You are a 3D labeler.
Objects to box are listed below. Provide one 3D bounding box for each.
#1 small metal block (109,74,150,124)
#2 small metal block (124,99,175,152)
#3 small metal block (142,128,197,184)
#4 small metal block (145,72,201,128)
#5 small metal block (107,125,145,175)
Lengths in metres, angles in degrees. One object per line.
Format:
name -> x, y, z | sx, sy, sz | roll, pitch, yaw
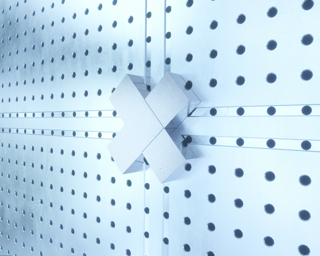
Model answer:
small metal block -> -0.040, -0.040, 0.440 | 0.050, 0.025, 0.050 | -48, 62, 29
small metal block -> -0.015, -0.003, 0.418 | 0.050, 0.025, 0.050 | -48, 62, 29
small metal block -> 0.011, 0.035, 0.398 | 0.050, 0.025, 0.050 | -48, 62, 29
small metal block -> 0.015, -0.035, 0.394 | 0.050, 0.025, 0.050 | -48, 62, 29
small metal block -> -0.043, 0.030, 0.443 | 0.050, 0.025, 0.050 | -48, 62, 29
